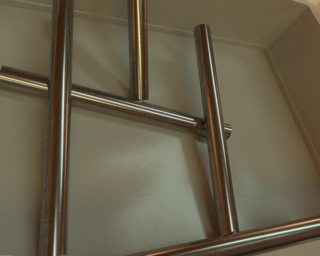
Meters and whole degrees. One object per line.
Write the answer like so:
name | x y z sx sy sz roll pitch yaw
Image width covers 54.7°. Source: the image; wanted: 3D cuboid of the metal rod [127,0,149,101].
metal rod | -0.029 -0.183 0.381 0.025 0.025 0.298 -10 107 -33

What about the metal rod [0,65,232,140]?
metal rod | -0.040 -0.026 0.399 0.302 0.025 0.025 13 56 -21

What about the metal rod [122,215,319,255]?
metal rod | 0.075 0.130 0.340 0.303 0.025 0.025 -3 63 -21

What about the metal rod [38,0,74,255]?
metal rod | -0.109 -0.023 0.334 0.025 0.025 0.299 6 68 -26

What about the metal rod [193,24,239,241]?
metal rod | 0.073 -0.006 0.416 0.025 0.025 0.299 5 69 -26
